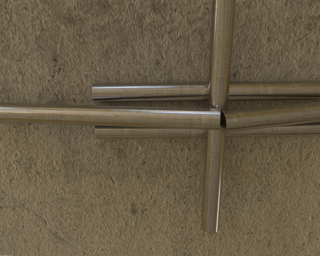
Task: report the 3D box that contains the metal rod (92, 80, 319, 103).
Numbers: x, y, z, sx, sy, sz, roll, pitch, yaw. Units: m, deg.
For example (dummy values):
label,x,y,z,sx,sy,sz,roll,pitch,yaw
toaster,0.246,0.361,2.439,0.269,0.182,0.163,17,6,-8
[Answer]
label,x,y,z,sx,sy,sz,roll,pitch,yaw
metal rod,0.067,-0.046,0.394,0.302,0.025,0.025,-1,110,-1

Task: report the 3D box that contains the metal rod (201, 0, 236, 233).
label,x,y,z,sx,sy,sz,roll,pitch,yaw
metal rod,0.070,0.001,0.386,0.025,0.025,0.298,0,110,0

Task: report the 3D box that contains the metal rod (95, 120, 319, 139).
label,x,y,z,sx,sy,sz,roll,pitch,yaw
metal rod,0.067,0.000,0.411,0.302,0.025,0.025,-1,110,-1

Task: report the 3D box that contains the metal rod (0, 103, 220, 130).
label,x,y,z,sx,sy,sz,roll,pitch,yaw
metal rod,-0.080,-0.015,0.377,0.302,0.025,0.025,2,111,9

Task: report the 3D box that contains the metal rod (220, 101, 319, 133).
label,x,y,z,sx,sy,sz,roll,pitch,yaw
metal rod,0.220,-0.023,0.379,0.302,0.025,0.025,-6,111,-9
